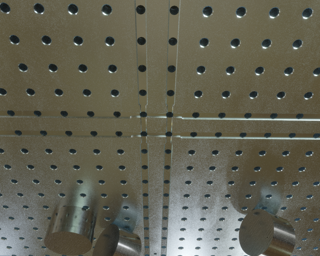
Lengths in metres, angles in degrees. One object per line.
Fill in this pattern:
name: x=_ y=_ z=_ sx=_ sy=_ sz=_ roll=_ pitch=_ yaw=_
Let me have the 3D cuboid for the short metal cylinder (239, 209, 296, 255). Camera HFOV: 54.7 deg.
short metal cylinder: x=0.184 y=0.187 z=0.537 sx=0.050 sy=0.080 sz=0.080 roll=26 pitch=125 yaw=-21

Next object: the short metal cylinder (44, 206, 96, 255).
short metal cylinder: x=-0.157 y=0.183 z=0.549 sx=0.081 sy=0.050 sz=0.079 roll=0 pitch=130 yaw=0

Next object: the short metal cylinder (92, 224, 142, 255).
short metal cylinder: x=-0.079 y=0.224 z=0.566 sx=0.050 sy=0.080 sz=0.080 roll=35 pitch=122 yaw=-26
